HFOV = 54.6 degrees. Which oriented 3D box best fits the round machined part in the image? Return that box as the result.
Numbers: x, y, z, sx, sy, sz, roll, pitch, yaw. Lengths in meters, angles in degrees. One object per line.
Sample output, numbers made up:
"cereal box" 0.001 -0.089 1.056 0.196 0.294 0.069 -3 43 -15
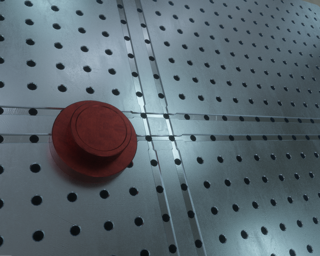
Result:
"round machined part" -0.071 0.009 0.353 0.099 0.042 0.098 13 56 -21
